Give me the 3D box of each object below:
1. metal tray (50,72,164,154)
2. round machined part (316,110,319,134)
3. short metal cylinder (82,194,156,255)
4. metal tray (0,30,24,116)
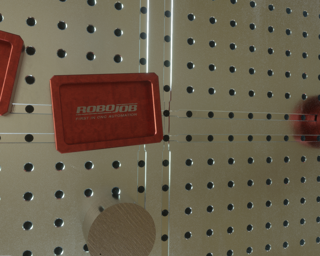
[{"bbox_3d":[-0.065,-0.021,0.386,0.131,0.030,0.089,-5,92,-20],"label":"metal tray"},{"bbox_3d":[0.305,-0.011,0.519,0.099,0.042,0.097,0,90,-21],"label":"round machined part"},{"bbox_3d":[-0.051,0.126,0.381,0.081,0.050,0.079,0,90,-21],"label":"short metal cylinder"},{"bbox_3d":[-0.222,-0.069,0.327,0.131,0.030,0.090,12,86,-20],"label":"metal tray"}]
